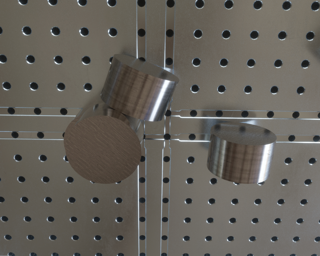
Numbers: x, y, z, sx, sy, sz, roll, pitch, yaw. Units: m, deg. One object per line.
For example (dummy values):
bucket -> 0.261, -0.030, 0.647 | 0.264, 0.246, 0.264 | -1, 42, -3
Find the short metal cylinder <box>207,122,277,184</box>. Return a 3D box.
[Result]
short metal cylinder -> 0.103, 0.029, 0.396 | 0.081, 0.080, 0.050 | 3, 110, -2

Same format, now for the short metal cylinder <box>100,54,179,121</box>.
short metal cylinder -> -0.024, -0.048, 0.366 | 0.080, 0.080, 0.050 | 20, 109, -8

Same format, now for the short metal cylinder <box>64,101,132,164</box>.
short metal cylinder -> -0.078, 0.010, 0.403 | 0.081, 0.050, 0.079 | 0, 110, -1

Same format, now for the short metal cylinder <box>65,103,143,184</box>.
short metal cylinder -> -0.060, 0.016, 0.352 | 0.081, 0.050, 0.079 | 0, 110, 0
